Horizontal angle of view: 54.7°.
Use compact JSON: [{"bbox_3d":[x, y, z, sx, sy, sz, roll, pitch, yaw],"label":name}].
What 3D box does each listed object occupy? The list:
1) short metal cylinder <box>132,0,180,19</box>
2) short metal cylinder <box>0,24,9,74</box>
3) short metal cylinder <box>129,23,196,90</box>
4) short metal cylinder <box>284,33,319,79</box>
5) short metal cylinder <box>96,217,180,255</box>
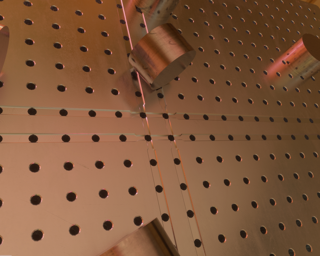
[{"bbox_3d":[-0.003,-0.236,0.534,0.081,0.050,0.080,14,56,-21],"label":"short metal cylinder"},{"bbox_3d":[-0.194,-0.075,0.314,0.050,0.080,0.080,18,55,-18],"label":"short metal cylinder"},{"bbox_3d":[0.004,-0.099,0.435,0.081,0.080,0.050,-32,80,-38],"label":"short metal cylinder"},{"bbox_3d":[0.312,-0.151,0.651,0.081,0.050,0.080,14,56,-21],"label":"short metal cylinder"},{"bbox_3d":[-0.024,0.126,0.283,0.081,0.080,0.050,-24,75,-36],"label":"short metal cylinder"}]
